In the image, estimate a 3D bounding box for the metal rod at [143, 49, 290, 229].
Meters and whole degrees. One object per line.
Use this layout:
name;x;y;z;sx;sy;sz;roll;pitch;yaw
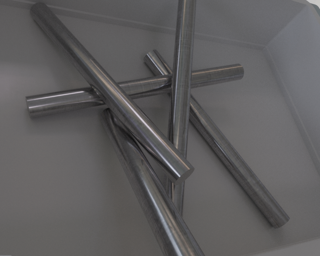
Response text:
metal rod;0.074;0.009;0.439;0.025;0.025;0.299;-30;78;-38

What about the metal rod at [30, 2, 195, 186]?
metal rod;-0.069;-0.055;0.356;0.025;0.025;0.300;-24;61;-36

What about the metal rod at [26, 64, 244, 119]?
metal rod;-0.013;-0.054;0.407;0.303;0.025;0.025;-13;69;-26

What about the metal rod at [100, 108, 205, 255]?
metal rod;-0.007;0.058;0.265;0.025;0.025;0.300;4;27;-27

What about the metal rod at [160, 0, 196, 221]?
metal rod;0.026;-0.038;0.391;0.025;0.025;0.299;12;73;-22
